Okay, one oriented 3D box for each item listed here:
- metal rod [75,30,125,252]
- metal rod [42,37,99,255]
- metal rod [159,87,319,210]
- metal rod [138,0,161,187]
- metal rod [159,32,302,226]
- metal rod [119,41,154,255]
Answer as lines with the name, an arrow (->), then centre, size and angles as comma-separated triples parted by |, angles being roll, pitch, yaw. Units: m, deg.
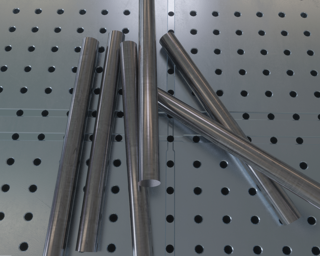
metal rod -> -0.075, 0.003, 0.410 | 0.025, 0.025, 0.299 | 4, 70, 1
metal rod -> -0.112, 0.014, 0.406 | 0.025, 0.025, 0.299 | 4, 70, 1
metal rod -> 0.098, 0.024, 0.378 | 0.300, 0.025, 0.025 | 33, 73, 21
metal rod -> -0.016, -0.070, 0.411 | 0.025, 0.025, 0.299 | -2, 60, -1
metal rod -> 0.085, -0.011, 0.416 | 0.025, 0.025, 0.299 | -28, 73, -10
metal rod -> -0.031, 0.026, 0.394 | 0.025, 0.025, 0.299 | -5, 73, -2
